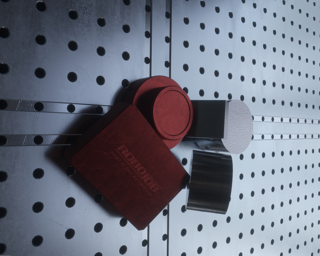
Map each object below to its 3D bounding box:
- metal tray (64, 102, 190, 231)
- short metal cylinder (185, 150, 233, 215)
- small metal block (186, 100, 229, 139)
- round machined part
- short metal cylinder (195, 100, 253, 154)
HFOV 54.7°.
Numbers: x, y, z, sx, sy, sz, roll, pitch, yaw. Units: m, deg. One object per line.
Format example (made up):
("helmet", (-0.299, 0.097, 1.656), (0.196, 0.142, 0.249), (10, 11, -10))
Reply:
("metal tray", (-0.033, 0.045, 0.359), (0.090, 0.030, 0.130), (-44, 118, -14))
("short metal cylinder", (0.064, 0.072, 0.415), (0.050, 0.080, 0.080), (7, 84, 4))
("small metal block", (0.065, -0.011, 0.419), (0.025, 0.050, 0.050), (13, 80, -68))
("round machined part", (0.004, -0.019, 0.396), (0.099, 0.042, 0.097), (0, 90, -40))
("short metal cylinder", (0.096, -0.002, 0.470), (0.081, 0.050, 0.079), (0, 90, -40))
